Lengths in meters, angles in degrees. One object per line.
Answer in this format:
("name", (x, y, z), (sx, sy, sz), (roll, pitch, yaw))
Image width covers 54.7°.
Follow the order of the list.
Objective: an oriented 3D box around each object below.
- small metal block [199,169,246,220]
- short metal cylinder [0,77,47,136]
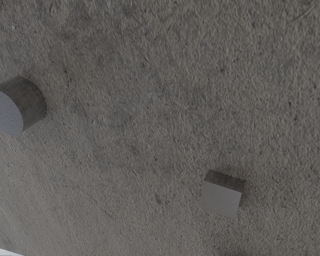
("small metal block", (0.084, 0.090, 0.418), (0.050, 0.025, 0.050), (16, 125, 19))
("short metal cylinder", (-0.229, -0.035, 0.490), (0.080, 0.050, 0.079), (13, 124, 21))
